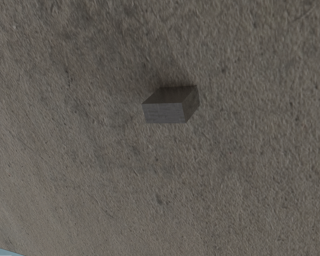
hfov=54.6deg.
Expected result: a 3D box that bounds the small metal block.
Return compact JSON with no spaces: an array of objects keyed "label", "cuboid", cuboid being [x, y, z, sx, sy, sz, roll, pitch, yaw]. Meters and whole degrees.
[{"label":"small metal block","cuboid":[0.014,-0.028,0.366,0.050,0.050,0.025,1,119,28]}]
